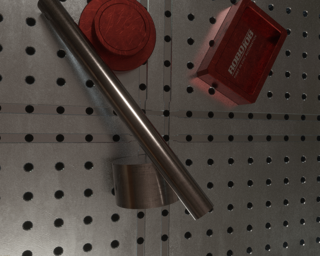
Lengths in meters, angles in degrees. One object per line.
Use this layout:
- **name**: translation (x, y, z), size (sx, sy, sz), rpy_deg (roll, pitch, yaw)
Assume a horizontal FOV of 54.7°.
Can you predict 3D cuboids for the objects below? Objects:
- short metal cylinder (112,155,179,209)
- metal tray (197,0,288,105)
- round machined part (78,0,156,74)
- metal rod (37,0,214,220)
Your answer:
- **short metal cylinder**: translation (-0.016, 0.062, 0.378), size (0.081, 0.080, 0.050), rpy_deg (-6, 93, -20)
- **metal tray**: translation (0.123, -0.111, 0.456), size (0.090, 0.030, 0.130), rpy_deg (31, 80, -18)
- **round machined part**: translation (-0.051, -0.120, 0.385), size (0.099, 0.042, 0.097), rpy_deg (0, 90, -20)
- **metal rod**: translation (-0.044, -0.030, 0.343), size (0.025, 0.025, 0.299), rpy_deg (-34, 81, -17)
